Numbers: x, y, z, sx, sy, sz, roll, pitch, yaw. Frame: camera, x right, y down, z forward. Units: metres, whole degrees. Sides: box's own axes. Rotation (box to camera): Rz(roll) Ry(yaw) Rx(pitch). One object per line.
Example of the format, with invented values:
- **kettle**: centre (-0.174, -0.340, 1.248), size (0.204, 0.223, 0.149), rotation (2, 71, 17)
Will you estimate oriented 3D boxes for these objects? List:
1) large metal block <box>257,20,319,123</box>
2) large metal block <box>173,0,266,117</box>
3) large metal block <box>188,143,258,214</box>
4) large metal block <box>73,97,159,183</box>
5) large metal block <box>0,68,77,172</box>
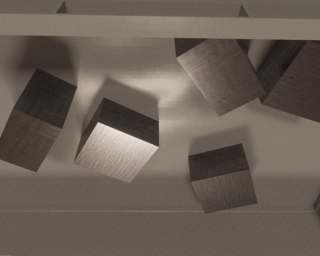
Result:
- **large metal block**: centre (0.163, -0.060, 0.344), size (0.081, 0.050, 0.079), rotation (15, 128, -13)
- **large metal block**: centre (0.057, -0.073, 0.312), size (0.050, 0.080, 0.080), rotation (-28, 125, 21)
- **large metal block**: centre (0.093, 0.077, 0.460), size (0.080, 0.050, 0.080), rotation (-15, 129, 12)
- **large metal block**: centre (-0.056, 0.018, 0.408), size (0.080, 0.050, 0.080), rotation (24, 126, -19)
- **large metal block**: centre (-0.144, -0.009, 0.363), size (0.050, 0.080, 0.080), rotation (26, 125, -21)
